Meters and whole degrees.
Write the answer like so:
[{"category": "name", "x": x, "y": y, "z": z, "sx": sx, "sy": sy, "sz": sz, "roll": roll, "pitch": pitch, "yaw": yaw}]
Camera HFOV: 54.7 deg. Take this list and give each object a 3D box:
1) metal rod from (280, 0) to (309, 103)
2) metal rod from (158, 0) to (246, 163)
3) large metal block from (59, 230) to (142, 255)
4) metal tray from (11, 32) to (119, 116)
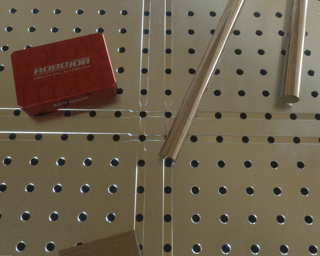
[{"category": "metal rod", "x": 0.214, "y": -0.176, "z": 0.478, "sx": 0.025, "sy": 0.025, "sz": 0.299, "roll": 13, "pitch": 70, "yaw": 4}, {"category": "metal rod", "x": 0.070, "y": -0.090, "z": 0.445, "sx": 0.025, "sy": 0.025, "sz": 0.300, "roll": 23, "pitch": 71, "yaw": 7}, {"category": "large metal block", "x": -0.057, "y": 0.163, "z": 0.338, "sx": 0.081, "sy": 0.050, "sz": 0.080, "roll": -14, "pitch": 71, "yaw": -6}, {"category": "metal tray", "x": -0.133, "y": -0.077, "z": 0.435, "sx": 0.131, "sy": 0.030, "sz": 0.090, "roll": -15, "pitch": 71, "yaw": -6}]
